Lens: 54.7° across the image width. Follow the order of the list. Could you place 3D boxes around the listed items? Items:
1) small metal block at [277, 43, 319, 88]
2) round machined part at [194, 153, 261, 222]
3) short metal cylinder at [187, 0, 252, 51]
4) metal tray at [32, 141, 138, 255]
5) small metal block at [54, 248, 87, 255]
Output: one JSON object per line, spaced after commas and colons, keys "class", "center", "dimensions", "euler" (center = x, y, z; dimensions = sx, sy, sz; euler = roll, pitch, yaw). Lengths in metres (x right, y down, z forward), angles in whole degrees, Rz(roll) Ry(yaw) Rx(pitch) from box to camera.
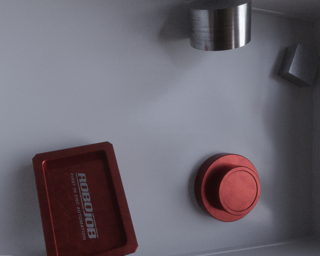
{"class": "small metal block", "center": [0.223, -0.099, 0.495], "dimensions": [0.050, 0.025, 0.050], "euler": [23, 82, -19]}
{"class": "round machined part", "center": [0.102, 0.086, 0.441], "dimensions": [0.099, 0.042, 0.097], "euler": [0, 90, -21]}
{"class": "short metal cylinder", "center": [0.077, -0.138, 0.404], "dimensions": [0.081, 0.080, 0.050], "euler": [-22, 125, -19]}
{"class": "metal tray", "center": [-0.086, 0.086, 0.349], "dimensions": [0.091, 0.030, 0.130], "euler": [-10, 69, -20]}
{"class": "small metal block", "center": [-0.098, 0.162, 0.362], "dimensions": [0.050, 0.050, 0.025], "euler": [6, 88, -20]}
